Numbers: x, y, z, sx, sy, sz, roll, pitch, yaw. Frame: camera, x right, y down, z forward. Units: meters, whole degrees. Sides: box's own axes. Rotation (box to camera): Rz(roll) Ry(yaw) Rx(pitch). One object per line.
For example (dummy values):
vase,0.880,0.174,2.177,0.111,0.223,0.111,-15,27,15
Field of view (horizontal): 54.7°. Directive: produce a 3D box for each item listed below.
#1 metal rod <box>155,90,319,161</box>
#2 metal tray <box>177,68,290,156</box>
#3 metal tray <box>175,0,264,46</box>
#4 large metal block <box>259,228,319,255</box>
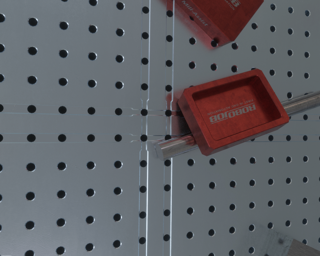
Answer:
metal rod,0.136,-0.010,0.462,0.302,0.025,0.025,-17,96,-19
metal tray,0.102,-0.025,0.429,0.131,0.030,0.090,-18,72,-20
metal tray,0.075,-0.193,0.437,0.130,0.030,0.090,40,77,-16
large metal block,0.199,0.212,0.473,0.080,0.050,0.080,28,81,-18
